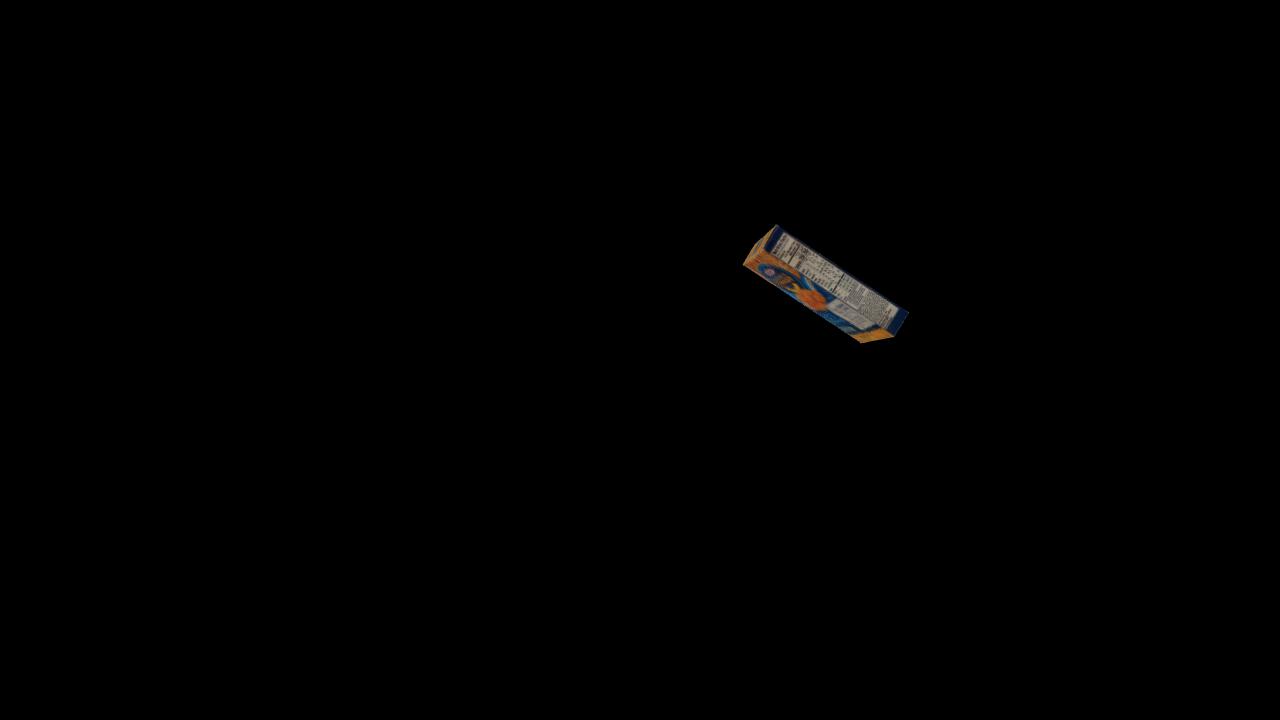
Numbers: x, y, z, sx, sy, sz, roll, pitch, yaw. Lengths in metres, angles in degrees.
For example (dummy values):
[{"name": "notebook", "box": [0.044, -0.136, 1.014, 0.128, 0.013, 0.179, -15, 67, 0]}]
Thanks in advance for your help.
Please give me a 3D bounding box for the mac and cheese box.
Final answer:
[{"name": "mac and cheese box", "box": [0.218, -0.087, 0.739, 0.184, 0.041, 0.093, 32, -4, -2]}]
